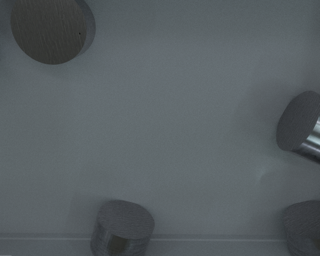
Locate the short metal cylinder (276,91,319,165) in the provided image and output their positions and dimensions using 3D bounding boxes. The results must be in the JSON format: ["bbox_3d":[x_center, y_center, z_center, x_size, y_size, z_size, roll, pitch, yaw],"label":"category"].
[{"bbox_3d":[0.191,0.000,0.384,0.050,0.080,0.079,22,109,-8],"label":"short metal cylinder"}]

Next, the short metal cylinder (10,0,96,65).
[{"bbox_3d":[-0.119,-0.116,0.354,0.081,0.050,0.079,0,110,0],"label":"short metal cylinder"}]

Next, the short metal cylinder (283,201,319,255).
[{"bbox_3d":[0.221,0.148,0.438,0.080,0.080,0.050,-15,110,5],"label":"short metal cylinder"}]

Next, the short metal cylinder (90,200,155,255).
[{"bbox_3d":[-0.053,0.147,0.436,0.080,0.080,0.050,15,109,-6],"label":"short metal cylinder"}]
